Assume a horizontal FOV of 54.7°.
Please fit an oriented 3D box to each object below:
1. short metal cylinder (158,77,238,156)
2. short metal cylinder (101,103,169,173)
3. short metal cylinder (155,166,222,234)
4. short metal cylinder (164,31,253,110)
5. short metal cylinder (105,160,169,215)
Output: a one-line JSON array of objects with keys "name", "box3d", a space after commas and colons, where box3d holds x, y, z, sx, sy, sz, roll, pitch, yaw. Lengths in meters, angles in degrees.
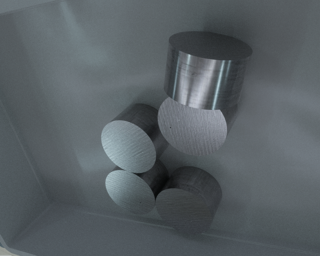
[{"name": "short metal cylinder", "box3d": [0.044, -0.015, 0.360, 0.080, 0.050, 0.079, 13, 124, 21]}, {"name": "short metal cylinder", "box3d": [-0.031, 0.014, 0.417, 0.080, 0.050, 0.079, 13, 124, 21]}, {"name": "short metal cylinder", "box3d": [0.041, 0.101, 0.433, 0.080, 0.050, 0.079, 13, 124, 21]}, {"name": "short metal cylinder", "box3d": [0.046, -0.060, 0.312, 0.080, 0.080, 0.050, 19, 126, 17]}, {"name": "short metal cylinder", "box3d": [-0.033, 0.081, 0.460, 0.080, 0.050, 0.079, 13, 124, 21]}]
